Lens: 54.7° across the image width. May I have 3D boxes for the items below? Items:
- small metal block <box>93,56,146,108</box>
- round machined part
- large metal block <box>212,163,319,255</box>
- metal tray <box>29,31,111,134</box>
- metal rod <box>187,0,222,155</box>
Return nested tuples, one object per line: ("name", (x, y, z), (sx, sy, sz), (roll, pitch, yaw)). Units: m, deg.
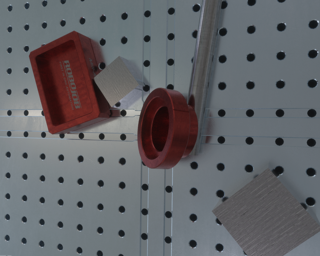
("small metal block", (-0.056, -0.063, 0.432), (0.050, 0.025, 0.050), (-37, 79, 16))
("round machined part", (0.011, 0.002, 0.381), (0.098, 0.042, 0.098), (-23, 64, 60))
("large metal block", (0.121, 0.099, 0.357), (0.080, 0.050, 0.080), (-42, 77, 15))
("metal tray", (-0.134, -0.064, 0.456), (0.090, 0.030, 0.129), (-19, 84, 19))
("metal rod", (0.059, -0.114, 0.391), (0.025, 0.025, 0.298), (9, 93, 19))
